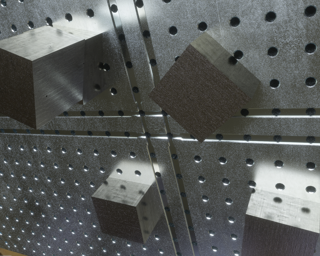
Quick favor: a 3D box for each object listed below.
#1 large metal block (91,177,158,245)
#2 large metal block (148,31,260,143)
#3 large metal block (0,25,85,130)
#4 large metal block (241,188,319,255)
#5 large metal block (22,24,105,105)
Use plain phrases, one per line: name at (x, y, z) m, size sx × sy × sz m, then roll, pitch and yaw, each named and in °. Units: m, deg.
large metal block at (-0.056, 0.133, 0.505) m, size 0.080 × 0.050 × 0.079 m, roll 6°, pitch 121°, yaw 25°
large metal block at (0.048, -0.044, 0.342) m, size 0.080 × 0.050 × 0.080 m, roll 42°, pitch 129°, yaw -1°
large metal block at (-0.129, -0.058, 0.341) m, size 0.050 × 0.080 × 0.079 m, roll 23°, pitch 127°, yaw 14°
large metal block at (0.152, 0.132, 0.396) m, size 0.080 × 0.050 × 0.079 m, roll 10°, pitch 123°, yaw 22°
large metal block at (-0.122, -0.085, 0.405) m, size 0.080 × 0.050 × 0.079 m, roll 15°, pitch 125°, yaw 19°
